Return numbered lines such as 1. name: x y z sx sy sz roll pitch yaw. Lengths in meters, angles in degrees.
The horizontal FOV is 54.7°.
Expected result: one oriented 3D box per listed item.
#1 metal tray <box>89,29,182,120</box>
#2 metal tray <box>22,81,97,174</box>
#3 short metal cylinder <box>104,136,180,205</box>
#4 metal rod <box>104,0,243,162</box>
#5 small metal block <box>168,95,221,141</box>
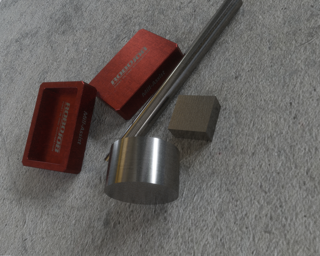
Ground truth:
1. metal tray: -0.038 -0.084 0.471 0.130 0.030 0.090 -48 52 -7
2. metal tray: -0.148 -0.003 0.456 0.090 0.030 0.129 3 78 29
3. short metal cylinder: -0.019 0.050 0.346 0.080 0.080 0.050 -10 58 22
4. metal rod: 0.024 -0.071 0.433 0.025 0.025 0.300 28 77 37
5. small metal block: 0.044 -0.013 0.388 0.050 0.025 0.050 5 64 30
